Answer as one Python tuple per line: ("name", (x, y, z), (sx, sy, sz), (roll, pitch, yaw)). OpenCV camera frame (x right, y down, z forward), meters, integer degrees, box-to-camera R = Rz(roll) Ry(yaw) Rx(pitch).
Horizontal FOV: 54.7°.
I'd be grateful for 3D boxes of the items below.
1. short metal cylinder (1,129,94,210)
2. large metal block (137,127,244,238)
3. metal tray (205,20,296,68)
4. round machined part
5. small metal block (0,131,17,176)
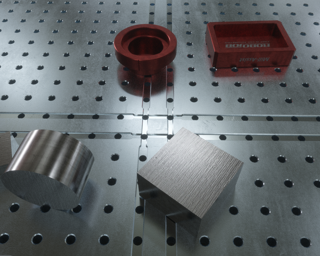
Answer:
("short metal cylinder", (-0.117, 0.046, 0.332), (0.080, 0.080, 0.050), (8, 51, 6))
("large metal block", (0.033, 0.057, 0.343), (0.080, 0.050, 0.080), (32, 57, 24))
("metal tray", (0.149, -0.144, 0.526), (0.131, 0.030, 0.090), (-2, 50, -2))
("round machined part", (-0.023, -0.123, 0.499), (0.099, 0.042, 0.098), (0, 50, 0))
("small metal block", (-0.202, 0.036, 0.376), (0.050, 0.025, 0.050), (-16, 52, -13))
